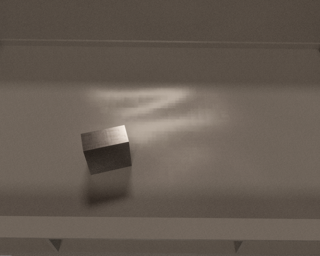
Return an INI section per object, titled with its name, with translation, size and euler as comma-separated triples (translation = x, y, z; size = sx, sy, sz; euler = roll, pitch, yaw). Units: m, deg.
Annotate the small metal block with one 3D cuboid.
[small metal block]
translation = -0.062, 0.027, 0.366
size = 0.050, 0.050, 0.025
euler = -12, 51, -10
